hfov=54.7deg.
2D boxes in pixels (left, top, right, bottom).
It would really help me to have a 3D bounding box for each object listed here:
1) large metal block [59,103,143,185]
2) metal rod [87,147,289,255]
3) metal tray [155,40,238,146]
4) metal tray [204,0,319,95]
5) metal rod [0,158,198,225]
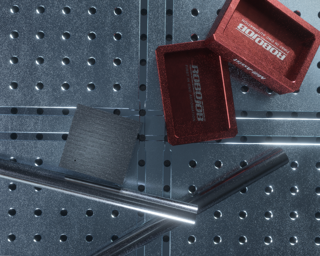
[{"bbox_3d":[-0.073,0.019,0.400,0.080,0.050,0.080,17,90,-1],"label":"large metal block"},{"bbox_3d":[0.034,0.110,0.413,0.301,0.025,0.025,-30,90,-1],"label":"metal rod"},{"bbox_3d":[0.047,-0.047,0.411,0.091,0.030,0.129,-8,90,-1],"label":"metal tray"},{"bbox_3d":[0.133,-0.112,0.393,0.131,0.030,0.090,30,81,-12],"label":"metal tray"},{"bbox_3d":[-0.102,0.077,0.398,0.302,0.025,0.025,12,90,4],"label":"metal rod"}]
